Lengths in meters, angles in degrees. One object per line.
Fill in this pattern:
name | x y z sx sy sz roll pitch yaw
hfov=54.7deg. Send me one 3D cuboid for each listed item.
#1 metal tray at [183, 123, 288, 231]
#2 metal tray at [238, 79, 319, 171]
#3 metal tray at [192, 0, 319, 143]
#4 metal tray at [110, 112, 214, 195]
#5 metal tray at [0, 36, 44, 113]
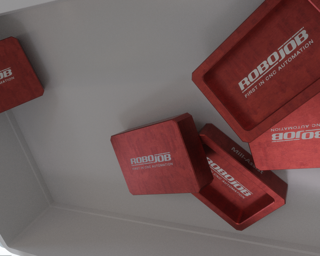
metal tray | 0.084 0.066 0.401 0.130 0.030 0.089 39 129 1
metal tray | 0.157 -0.004 0.320 0.130 0.030 0.090 -8 115 31
metal tray | 0.104 -0.059 0.286 0.129 0.030 0.090 -43 78 30
metal tray | -0.003 0.038 0.402 0.130 0.030 0.090 -15 97 45
metal tray | -0.246 -0.065 0.440 0.030 0.131 0.090 35 149 65
